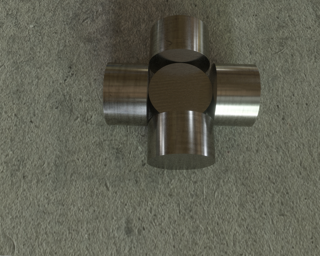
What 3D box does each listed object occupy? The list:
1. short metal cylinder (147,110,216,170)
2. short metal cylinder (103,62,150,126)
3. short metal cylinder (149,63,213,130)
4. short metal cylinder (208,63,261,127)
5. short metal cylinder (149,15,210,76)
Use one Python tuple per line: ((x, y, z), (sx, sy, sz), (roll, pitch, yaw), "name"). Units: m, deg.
((0.025, 0.018, 0.374), (0.081, 0.080, 0.050), (0, 70, 0), "short metal cylinder")
((-0.040, -0.043, 0.396), (0.050, 0.080, 0.080), (2, 70, 1), "short metal cylinder")
((0.026, -0.039, 0.411), (0.081, 0.050, 0.080), (0, 70, 0), "short metal cylinder")
((0.091, -0.042, 0.397), (0.050, 0.080, 0.080), (2, 70, 1), "short metal cylinder")
((0.026, -0.106, 0.418), (0.081, 0.080, 0.050), (2, 71, 0), "short metal cylinder")
